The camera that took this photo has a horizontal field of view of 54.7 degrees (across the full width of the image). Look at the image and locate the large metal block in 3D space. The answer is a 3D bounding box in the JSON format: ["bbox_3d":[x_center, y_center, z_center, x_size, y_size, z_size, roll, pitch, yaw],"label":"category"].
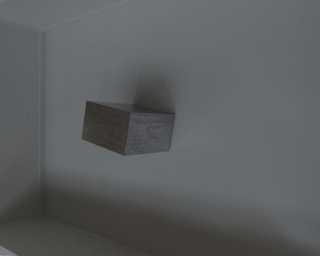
[{"bbox_3d":[-0.041,-0.002,0.399,0.080,0.081,0.050,16,100,38],"label":"large metal block"}]
